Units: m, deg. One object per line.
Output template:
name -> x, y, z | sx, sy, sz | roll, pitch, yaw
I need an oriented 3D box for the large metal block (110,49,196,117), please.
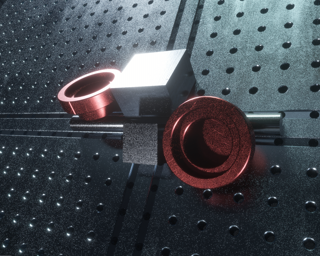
large metal block -> -0.006, -0.060, 0.418 | 0.080, 0.050, 0.080 | 1, 44, 28

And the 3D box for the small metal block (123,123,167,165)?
small metal block -> -0.019, 0.019, 0.394 | 0.050, 0.025, 0.050 | 1, 91, 28

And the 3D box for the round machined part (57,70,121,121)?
round machined part -> -0.096, -0.046, 0.460 | 0.098, 0.042, 0.098 | -13, 32, 8

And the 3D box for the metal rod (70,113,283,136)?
metal rod -> 0.001, -0.006, 0.412 | 0.300, 0.025, 0.025 | 1, 62, 28

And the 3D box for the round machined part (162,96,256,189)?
round machined part -> 0.056, 0.016, 0.342 | 0.098, 0.042, 0.097 | -2, 86, 28
